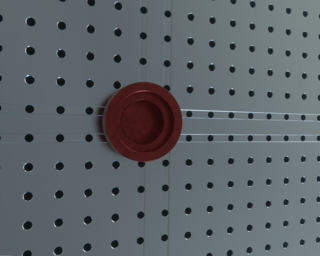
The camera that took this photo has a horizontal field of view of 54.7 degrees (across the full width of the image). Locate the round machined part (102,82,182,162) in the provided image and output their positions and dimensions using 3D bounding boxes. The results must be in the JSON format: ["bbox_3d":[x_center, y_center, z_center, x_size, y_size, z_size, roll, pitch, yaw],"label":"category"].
[{"bbox_3d":[-0.025,-0.007,0.395,0.099,0.042,0.097,0,90,-21],"label":"round machined part"}]
